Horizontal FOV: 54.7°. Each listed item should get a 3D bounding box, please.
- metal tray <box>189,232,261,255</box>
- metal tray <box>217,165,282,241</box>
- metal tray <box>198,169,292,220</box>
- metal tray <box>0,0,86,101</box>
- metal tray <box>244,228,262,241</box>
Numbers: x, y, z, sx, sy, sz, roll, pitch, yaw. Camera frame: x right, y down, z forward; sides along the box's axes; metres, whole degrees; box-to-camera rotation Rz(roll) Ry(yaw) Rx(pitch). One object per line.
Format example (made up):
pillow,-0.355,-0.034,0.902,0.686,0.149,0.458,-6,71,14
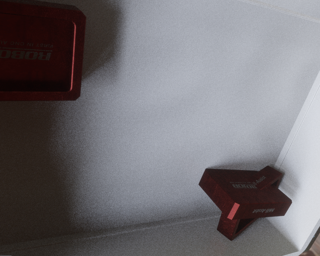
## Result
metal tray,0.125,0.254,0.602,0.131,0.030,0.089,-6,114,-5
metal tray,0.159,0.129,0.544,0.131,0.030,0.089,-20,130,-40
metal tray,0.141,0.106,0.511,0.131,0.090,0.030,7,114,-32
metal tray,-0.140,-0.071,0.285,0.131,0.030,0.089,-3,120,-27
metal tray,0.153,0.276,0.666,0.091,0.030,0.129,9,114,-33
